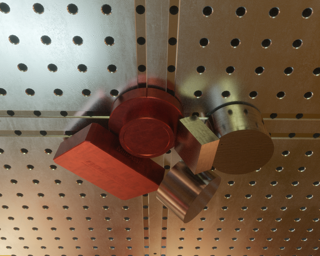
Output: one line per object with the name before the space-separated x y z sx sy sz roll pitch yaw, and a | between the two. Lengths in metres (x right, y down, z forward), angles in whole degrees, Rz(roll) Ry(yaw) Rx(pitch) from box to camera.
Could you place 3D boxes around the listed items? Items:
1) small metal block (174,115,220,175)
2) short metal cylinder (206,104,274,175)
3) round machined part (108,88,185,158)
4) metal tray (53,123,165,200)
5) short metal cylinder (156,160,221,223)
small metal block | 0.044 0.020 0.384 0.025 0.050 0.050 -15 134 -25
short metal cylinder | 0.101 0.016 0.405 0.081 0.050 0.079 0 130 0
round machined part | -0.016 0.001 0.395 0.099 0.042 0.097 0 130 0
metal tray | -0.069 0.053 0.433 0.130 0.030 0.090 37 136 -28
short metal cylinder | 0.041 0.086 0.436 0.050 0.081 0.079 37 135 26
